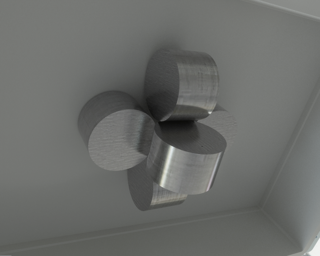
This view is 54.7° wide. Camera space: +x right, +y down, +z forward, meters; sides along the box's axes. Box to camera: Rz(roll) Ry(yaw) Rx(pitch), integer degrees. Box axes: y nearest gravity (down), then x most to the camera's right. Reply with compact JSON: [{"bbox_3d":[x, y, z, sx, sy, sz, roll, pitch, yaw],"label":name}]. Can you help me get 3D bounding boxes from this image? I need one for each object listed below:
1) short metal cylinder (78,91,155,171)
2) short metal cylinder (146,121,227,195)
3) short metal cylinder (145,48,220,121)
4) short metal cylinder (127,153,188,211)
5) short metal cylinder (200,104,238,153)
[{"bbox_3d":[-0.050,0.003,0.364,0.081,0.050,0.079,-14,124,-21],"label":"short metal cylinder"},{"bbox_3d":[0.028,0.029,0.347,0.081,0.080,0.050,-1,119,-28],"label":"short metal cylinder"},{"bbox_3d":[0.023,-0.048,0.353,0.050,0.080,0.079,-2,120,-28],"label":"short metal cylinder"},{"bbox_3d":[-0.004,0.065,0.408,0.050,0.080,0.079,-2,120,-28],"label":"short metal cylinder"},{"bbox_3d":[0.057,0.001,0.421,0.081,0.050,0.079,-14,124,-21],"label":"short metal cylinder"}]
